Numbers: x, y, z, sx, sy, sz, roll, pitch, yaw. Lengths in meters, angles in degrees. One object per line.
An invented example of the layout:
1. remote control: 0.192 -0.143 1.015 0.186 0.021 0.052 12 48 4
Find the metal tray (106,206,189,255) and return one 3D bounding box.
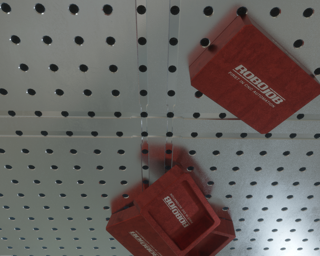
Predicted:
1. metal tray: -0.020 0.194 0.550 0.090 0.030 0.130 -29 113 29

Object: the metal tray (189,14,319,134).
1. metal tray: 0.110 -0.056 0.361 0.131 0.030 0.090 31 124 -24

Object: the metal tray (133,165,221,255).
1. metal tray: 0.030 0.131 0.484 0.090 0.030 0.130 -38 120 -9

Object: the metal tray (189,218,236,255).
1. metal tray: 0.071 0.214 0.590 0.091 0.030 0.129 19 128 -16
